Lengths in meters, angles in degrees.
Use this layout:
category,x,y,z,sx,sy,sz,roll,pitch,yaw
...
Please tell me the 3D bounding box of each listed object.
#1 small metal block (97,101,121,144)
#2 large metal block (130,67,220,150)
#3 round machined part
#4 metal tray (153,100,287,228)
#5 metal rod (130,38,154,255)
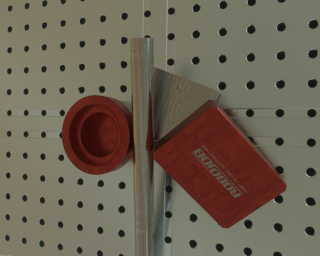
category,x,y,z,sx,sy,sz,roll,pitch,yaw
small metal block,-0.074,-0.007,0.435,0.050,0.025,0.050,-23,82,18
large metal block,0.019,-0.023,0.389,0.080,0.050,0.080,24,98,18
round machined part,-0.072,0.008,0.396,0.098,0.042,0.097,0,91,23
metal tray,0.068,0.044,0.355,0.090,0.030,0.130,-40,103,16
metal rod,-0.020,0.046,0.373,0.025,0.025,0.298,6,108,20
